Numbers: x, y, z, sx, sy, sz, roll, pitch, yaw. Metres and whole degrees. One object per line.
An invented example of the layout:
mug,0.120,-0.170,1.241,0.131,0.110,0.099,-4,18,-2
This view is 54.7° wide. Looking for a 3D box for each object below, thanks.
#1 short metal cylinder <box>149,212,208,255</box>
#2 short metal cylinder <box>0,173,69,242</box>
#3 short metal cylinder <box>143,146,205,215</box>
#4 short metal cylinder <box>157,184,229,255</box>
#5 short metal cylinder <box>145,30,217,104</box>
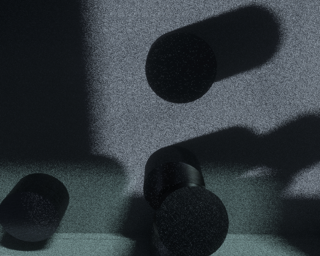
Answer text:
short metal cylinder,0.027,0.149,0.432,0.081,0.080,0.050,7,126,-3
short metal cylinder,-0.175,0.111,0.436,0.081,0.050,0.079,0,110,-1
short metal cylinder,0.018,0.071,0.424,0.081,0.050,0.079,0,110,-1
short metal cylinder,0.036,0.108,0.369,0.081,0.050,0.080,0,84,-2
short metal cylinder,0.024,-0.074,0.371,0.081,0.050,0.079,0,110,-1
